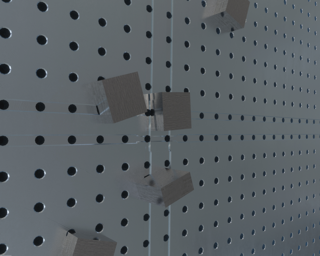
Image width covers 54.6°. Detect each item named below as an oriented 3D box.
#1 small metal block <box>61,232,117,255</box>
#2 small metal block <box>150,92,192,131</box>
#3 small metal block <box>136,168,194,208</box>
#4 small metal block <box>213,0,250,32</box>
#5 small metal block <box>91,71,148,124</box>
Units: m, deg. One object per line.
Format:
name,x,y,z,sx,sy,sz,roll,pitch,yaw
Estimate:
small metal block,-0.081,0.145,0.341,0.050,0.025,0.050,24,75,-37
small metal block,0.015,-0.023,0.421,0.050,0.025,0.050,-5,93,-40
small metal block,0.006,0.075,0.397,0.050,0.050,0.025,-22,104,-38
small metal block,0.117,-0.195,0.505,0.050,0.025,0.050,25,74,-37
small metal block,-0.047,-0.036,0.368,0.050,0.025,0.050,-22,104,-38
